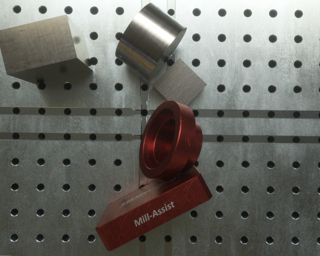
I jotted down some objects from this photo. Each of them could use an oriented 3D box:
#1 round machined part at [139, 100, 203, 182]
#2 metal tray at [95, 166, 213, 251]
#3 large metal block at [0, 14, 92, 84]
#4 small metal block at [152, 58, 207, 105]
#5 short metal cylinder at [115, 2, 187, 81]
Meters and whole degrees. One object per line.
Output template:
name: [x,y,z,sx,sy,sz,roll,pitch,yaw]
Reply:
round machined part: [0.016,0.018,0.382,0.042,0.098,0.098,19,90,-26]
metal tray: [-0.007,0.091,0.380,0.130,0.090,0.030,-28,93,0]
large metal block: [-0.137,-0.093,0.385,0.080,0.080,0.050,-14,90,0]
small metal block: [0.026,-0.056,0.413,0.050,0.025,0.050,45,90,0]
short metal cylinder: [-0.011,-0.106,0.386,0.050,0.080,0.080,37,90,0]
